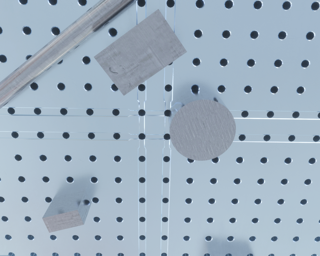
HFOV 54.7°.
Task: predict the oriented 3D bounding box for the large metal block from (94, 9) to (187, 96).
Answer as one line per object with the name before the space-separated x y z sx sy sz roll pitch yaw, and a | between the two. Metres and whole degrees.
large metal block | -0.020 -0.088 0.351 0.080 0.080 0.050 -33 107 11

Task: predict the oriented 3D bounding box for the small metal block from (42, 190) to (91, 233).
small metal block | -0.131 0.118 0.442 0.050 0.050 0.025 -14 110 5

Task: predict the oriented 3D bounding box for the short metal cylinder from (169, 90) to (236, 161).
short metal cylinder | 0.052 -0.005 0.399 0.081 0.050 0.079 0 110 -1

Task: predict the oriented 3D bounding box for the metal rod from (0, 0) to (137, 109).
metal rod | -0.094 -0.116 0.369 0.300 0.025 0.025 -34 107 11
